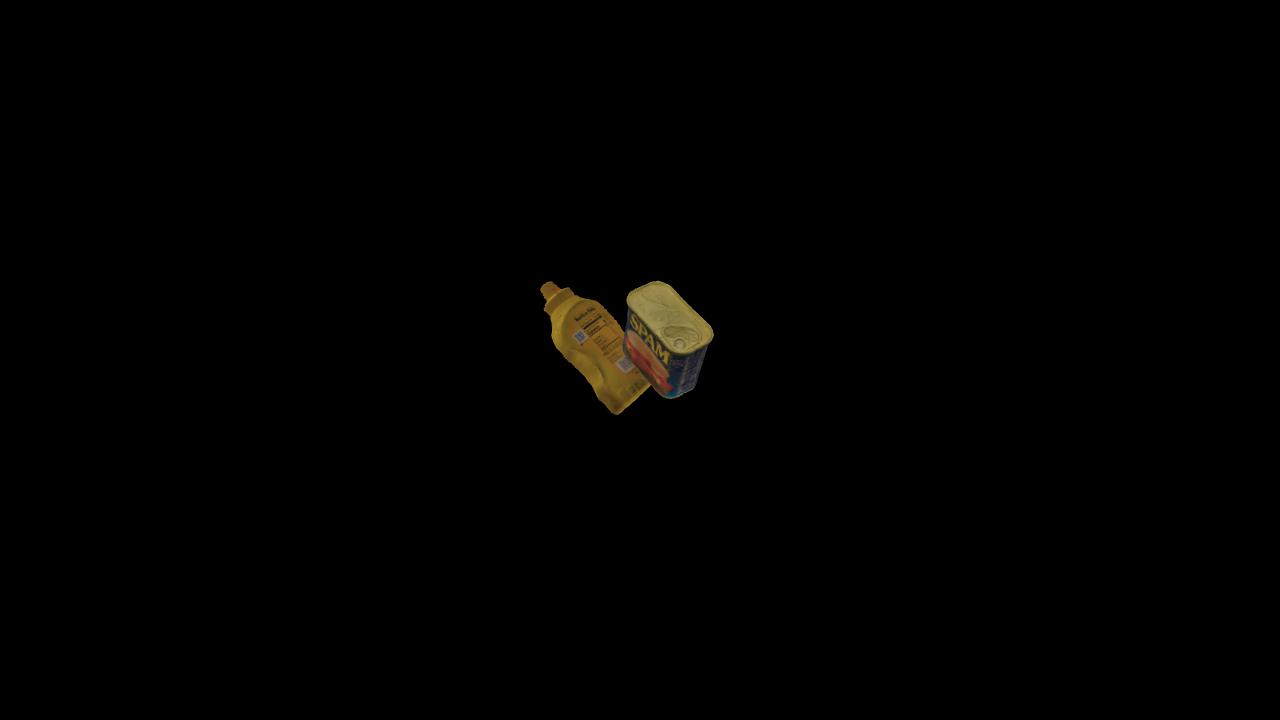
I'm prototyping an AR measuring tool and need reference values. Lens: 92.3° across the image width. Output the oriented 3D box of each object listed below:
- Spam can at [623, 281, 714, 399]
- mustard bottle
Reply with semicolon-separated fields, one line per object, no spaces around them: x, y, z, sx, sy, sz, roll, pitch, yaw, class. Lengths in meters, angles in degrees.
0.026;-0.020;0.673;0.058;0.101;0.085;-26;-31;-25;Spam can
-0.059;-0.026;0.769;0.092;0.184;0.054;-41;-1;-36;mustard bottle
